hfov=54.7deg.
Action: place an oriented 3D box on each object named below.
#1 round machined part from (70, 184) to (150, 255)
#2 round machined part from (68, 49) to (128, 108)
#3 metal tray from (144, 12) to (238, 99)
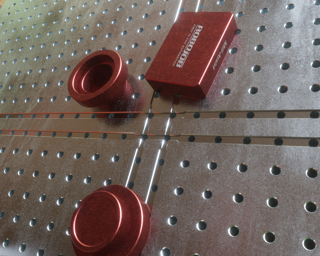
[{"bbox_3d":[-0.064,0.112,0.362,0.098,0.042,0.098,-13,56,21],"label":"round machined part"},{"bbox_3d":[-0.093,-0.073,0.492,0.098,0.042,0.098,-13,56,21],"label":"round machined part"},{"bbox_3d":[0.046,-0.110,0.448,0.090,0.030,0.130,15,69,34],"label":"metal tray"}]
